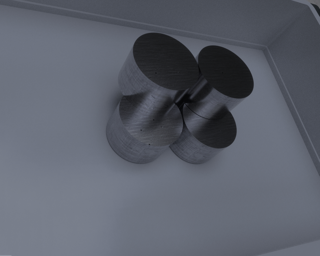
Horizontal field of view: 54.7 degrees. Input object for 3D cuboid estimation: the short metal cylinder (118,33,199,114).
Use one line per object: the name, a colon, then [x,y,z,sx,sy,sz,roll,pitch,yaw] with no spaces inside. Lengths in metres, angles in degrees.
short metal cylinder: [-0.002,-0.063,0.360,0.081,0.050,0.080,14,56,-21]

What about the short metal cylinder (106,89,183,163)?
short metal cylinder: [-0.019,-0.003,0.379,0.081,0.050,0.080,14,56,-21]

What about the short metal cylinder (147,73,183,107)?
short metal cylinder: [0.005,-0.062,0.428,0.081,0.050,0.080,14,56,-21]

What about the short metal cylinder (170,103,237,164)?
short metal cylinder: [0.054,0.002,0.415,0.081,0.050,0.080,14,56,-21]

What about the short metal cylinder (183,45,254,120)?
short metal cylinder: [0.071,-0.058,0.395,0.081,0.050,0.080,14,56,-21]
